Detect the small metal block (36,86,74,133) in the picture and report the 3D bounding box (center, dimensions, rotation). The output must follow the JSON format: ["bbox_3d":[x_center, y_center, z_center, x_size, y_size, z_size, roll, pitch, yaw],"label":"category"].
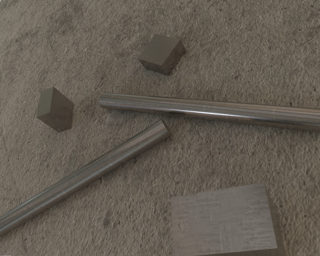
[{"bbox_3d":[-0.164,-0.028,0.489,0.025,0.050,0.050,-18,55,18],"label":"small metal block"}]

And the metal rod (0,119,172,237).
[{"bbox_3d":[-0.119,0.076,0.417,0.300,0.025,0.025,-31,52,7],"label":"metal rod"}]

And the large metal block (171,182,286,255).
[{"bbox_3d":[0.063,0.092,0.278,0.080,0.080,0.050,-14,56,20],"label":"large metal block"}]

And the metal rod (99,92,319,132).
[{"bbox_3d":[0.043,-0.025,0.395,0.300,0.025,0.025,8,66,31],"label":"metal rod"}]

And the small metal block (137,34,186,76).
[{"bbox_3d":[0.003,-0.112,0.469,0.050,0.025,0.050,25,75,36],"label":"small metal block"}]
